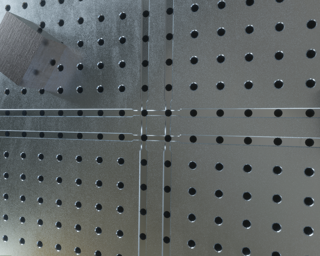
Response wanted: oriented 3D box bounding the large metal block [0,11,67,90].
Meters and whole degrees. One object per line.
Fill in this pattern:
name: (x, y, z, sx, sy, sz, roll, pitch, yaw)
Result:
large metal block: (-0.204, -0.115, 0.469, 0.080, 0.050, 0.080, 36, 101, 16)
